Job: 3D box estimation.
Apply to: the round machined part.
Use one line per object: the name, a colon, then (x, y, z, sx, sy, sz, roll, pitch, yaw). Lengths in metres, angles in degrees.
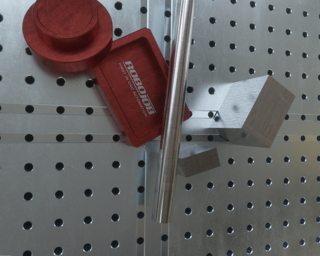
round machined part: (-0.103, -0.116, 0.347, 0.099, 0.042, 0.098, 3, 70, -7)

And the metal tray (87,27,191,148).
metal tray: (-0.028, -0.051, 0.400, 0.091, 0.030, 0.129, -30, 100, -18)

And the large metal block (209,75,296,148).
large metal block: (0.126, -0.021, 0.431, 0.050, 0.080, 0.080, 33, 79, -18)

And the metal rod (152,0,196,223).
metal rod: (0.019, -0.034, 0.388, 0.025, 0.025, 0.298, 7, 88, -20)

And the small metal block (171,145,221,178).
small metal block: (0.044, 0.044, 0.417, 0.050, 0.050, 0.025, -16, 96, -20)
